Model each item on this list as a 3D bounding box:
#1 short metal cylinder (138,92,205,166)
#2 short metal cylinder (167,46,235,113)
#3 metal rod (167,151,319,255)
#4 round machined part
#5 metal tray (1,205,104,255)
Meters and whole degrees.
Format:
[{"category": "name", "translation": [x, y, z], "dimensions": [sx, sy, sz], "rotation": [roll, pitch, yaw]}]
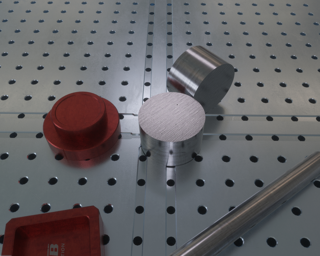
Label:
[{"category": "short metal cylinder", "translation": [0.014, 0.001, 0.390], "dimensions": [0.080, 0.050, 0.080], "rotation": [0, 50, 1]}, {"category": "short metal cylinder", "translation": [0.056, -0.065, 0.427], "dimensions": [0.080, 0.080, 0.050], "rotation": [-32, 57, -24]}, {"category": "metal rod", "translation": [0.073, 0.096, 0.306], "dimensions": [0.302, 0.025, 0.025], "rotation": [-25, 54, -27]}, {"category": "round machined part", "translation": [-0.103, -0.010, 0.404], "dimensions": [0.099, 0.042, 0.098], "rotation": [0, 50, 0]}, {"category": "metal tray", "translation": [-0.097, 0.143, 0.283], "dimensions": [0.091, 0.030, 0.130], "rotation": [-7, 50, -7]}]
